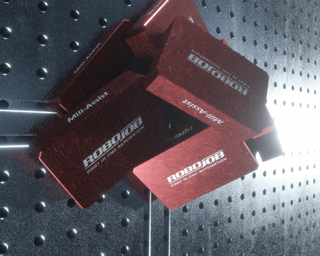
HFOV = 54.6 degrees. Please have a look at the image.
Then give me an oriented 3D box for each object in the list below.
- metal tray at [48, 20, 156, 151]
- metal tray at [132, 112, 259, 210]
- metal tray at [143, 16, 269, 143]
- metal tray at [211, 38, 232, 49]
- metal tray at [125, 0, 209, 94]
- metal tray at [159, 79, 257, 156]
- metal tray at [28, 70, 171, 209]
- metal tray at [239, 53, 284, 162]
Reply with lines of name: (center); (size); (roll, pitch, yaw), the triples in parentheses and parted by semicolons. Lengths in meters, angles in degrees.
metal tray: (-0.052, -0.049, 0.360); (0.090, 0.030, 0.130); (46, 62, -30)
metal tray: (0.043, 0.041, 0.383); (0.090, 0.130, 0.030); (51, 18, -29)
metal tray: (0.056, -0.052, 0.337); (0.131, 0.030, 0.090); (28, 57, -16)
metal tray: (0.094, -0.063, 0.454); (0.131, 0.030, 0.090); (19, 77, -59)
metal tray: (0.018, -0.114, 0.395); (0.090, 0.030, 0.130); (56, 44, -27)
metal tray: (0.068, -0.008, 0.424); (0.130, 0.090, 0.030); (51, 60, -27)
metal tray: (-0.056, 0.011, 0.329); (0.131, 0.030, 0.090); (-40, 131, -20)
metal tray: (0.126, -0.028, 0.428); (0.090, 0.030, 0.130); (46, 25, -53)
